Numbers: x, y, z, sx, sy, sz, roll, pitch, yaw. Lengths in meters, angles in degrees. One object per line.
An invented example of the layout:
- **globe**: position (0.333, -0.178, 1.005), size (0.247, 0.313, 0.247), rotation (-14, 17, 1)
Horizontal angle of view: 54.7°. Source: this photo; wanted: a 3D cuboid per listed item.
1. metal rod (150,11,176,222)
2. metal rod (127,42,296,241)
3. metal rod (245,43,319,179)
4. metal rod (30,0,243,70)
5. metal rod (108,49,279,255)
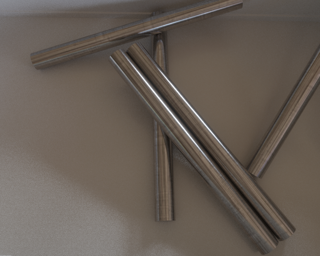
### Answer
- **metal rod**: position (0.002, -0.029, 0.420), size (0.025, 0.025, 0.299), rotation (-1, 70, -1)
- **metal rod**: position (0.057, 0.010, 0.389), size (0.025, 0.025, 0.300), rotation (-37, 81, -13)
- **metal rod**: position (0.193, -0.071, 0.384), size (0.025, 0.025, 0.299), rotation (31, 93, 10)
- **metal rod**: position (-0.034, -0.137, 0.436), size (0.302, 0.025, 0.025), rotation (-16, 71, 2)
- **metal rod**: position (0.036, 0.023, 0.381), size (0.025, 0.025, 0.300), rotation (-37, 82, -12)
